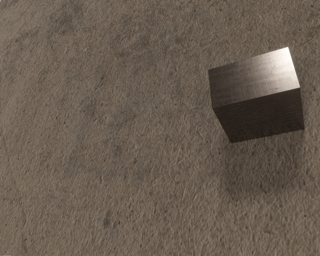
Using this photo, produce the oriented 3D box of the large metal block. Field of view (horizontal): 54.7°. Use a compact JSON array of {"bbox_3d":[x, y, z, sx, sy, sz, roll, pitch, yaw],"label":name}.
[{"bbox_3d":[0.104,-0.030,0.332,0.080,0.080,0.050,-13,57,20],"label":"large metal block"}]
